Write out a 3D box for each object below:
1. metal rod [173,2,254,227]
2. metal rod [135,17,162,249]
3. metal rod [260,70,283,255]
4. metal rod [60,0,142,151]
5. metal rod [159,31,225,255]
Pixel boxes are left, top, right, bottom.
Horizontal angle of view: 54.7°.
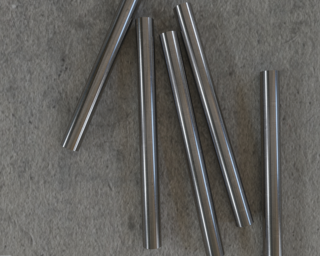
[{"bbox_3d":[0.071,-0.017,0.410,0.025,0.025,0.298,-16,90,0],"label":"metal rod"},{"bbox_3d":[-0.015,0.007,0.409,0.025,0.025,0.298,-2,90,-1],"label":"metal rod"},{"bbox_3d":[0.148,0.074,0.412,0.025,0.025,0.298,-1,90,-1],"label":"metal rod"},{"bbox_3d":[-0.062,-0.112,0.409,0.025,0.025,0.299,23,90,-1],"label":"metal rod"},{"bbox_3d":[0.042,0.022,0.410,0.025,0.025,0.298,-12,90,0],"label":"metal rod"}]
